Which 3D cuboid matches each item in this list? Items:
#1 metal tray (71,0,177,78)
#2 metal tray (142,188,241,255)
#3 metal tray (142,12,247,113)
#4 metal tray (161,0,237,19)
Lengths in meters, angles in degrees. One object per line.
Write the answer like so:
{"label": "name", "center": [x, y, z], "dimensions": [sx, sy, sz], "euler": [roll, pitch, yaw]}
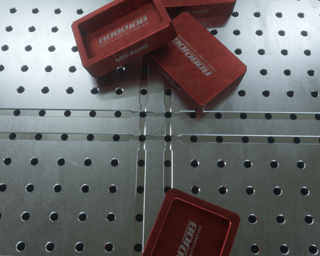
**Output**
{"label": "metal tray", "center": [-0.053, -0.137, 0.433], "dimensions": [0.130, 0.030, 0.090], "euler": [-25, 62, 6]}
{"label": "metal tray", "center": [0.028, 0.146, 0.355], "dimensions": [0.090, 0.030, 0.130], "euler": [21, 71, 7]}
{"label": "metal tray", "center": [0.046, -0.096, 0.445], "dimensions": [0.090, 0.030, 0.130], "euler": [-39, 75, -13]}
{"label": "metal tray", "center": [0.047, -0.220, 0.490], "dimensions": [0.131, 0.030, 0.090], "euler": [-5, 70, -2]}
